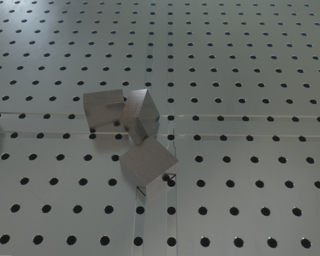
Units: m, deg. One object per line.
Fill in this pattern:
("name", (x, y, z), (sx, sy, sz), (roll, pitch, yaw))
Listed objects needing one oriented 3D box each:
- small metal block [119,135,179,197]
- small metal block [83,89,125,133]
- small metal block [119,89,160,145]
("small metal block", (-0.013, 0.044, 0.371), (0.050, 0.025, 0.050), (-34, 58, -25))
("small metal block", (-0.071, -0.022, 0.410), (0.050, 0.050, 0.025), (-8, 51, -7))
("small metal block", (-0.024, -0.014, 0.400), (0.025, 0.050, 0.050), (-5, 47, 22))
